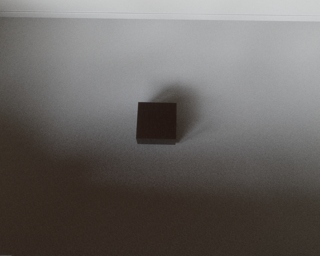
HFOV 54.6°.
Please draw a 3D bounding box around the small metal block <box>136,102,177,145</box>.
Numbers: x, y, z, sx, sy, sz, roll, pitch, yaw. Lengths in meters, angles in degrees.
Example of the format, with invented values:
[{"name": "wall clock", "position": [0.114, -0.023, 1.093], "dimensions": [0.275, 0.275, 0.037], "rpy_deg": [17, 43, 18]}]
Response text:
[{"name": "small metal block", "position": [-0.004, -0.006, 0.408], "dimensions": [0.050, 0.025, 0.050], "rpy_deg": [2, 70, 1]}]
